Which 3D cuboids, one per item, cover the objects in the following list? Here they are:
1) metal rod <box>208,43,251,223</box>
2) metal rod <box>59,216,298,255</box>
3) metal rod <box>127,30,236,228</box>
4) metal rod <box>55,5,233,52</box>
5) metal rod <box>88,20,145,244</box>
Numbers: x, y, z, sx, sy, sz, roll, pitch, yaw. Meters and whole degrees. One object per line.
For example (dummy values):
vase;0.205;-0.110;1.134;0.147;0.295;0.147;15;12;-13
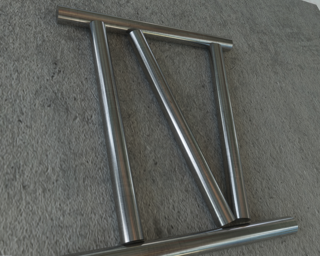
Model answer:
metal rod;0.099;-0.012;0.467;0.025;0.025;0.299;13;56;-22
metal rod;0.044;0.130;0.350;0.303;0.025;0.025;1;62;-28
metal rod;0.022;-0.012;0.425;0.025;0.025;0.299;-12;68;-34
metal rod;-0.008;-0.154;0.496;0.303;0.025;0.025;1;62;-28
metal rod;-0.059;-0.014;0.382;0.025;0.025;0.299;1;61;-28
